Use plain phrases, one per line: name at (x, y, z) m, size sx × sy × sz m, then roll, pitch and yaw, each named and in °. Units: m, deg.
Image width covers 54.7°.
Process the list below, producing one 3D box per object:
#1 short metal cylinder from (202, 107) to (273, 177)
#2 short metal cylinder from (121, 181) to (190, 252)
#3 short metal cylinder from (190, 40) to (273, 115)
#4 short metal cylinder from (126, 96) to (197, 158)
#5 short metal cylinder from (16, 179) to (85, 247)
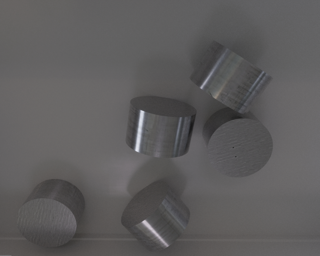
short metal cylinder at (0.099, 0.017, 0.405) m, size 0.081 × 0.050 × 0.079 m, roll 0°, pitch 110°, yaw 0°
short metal cylinder at (-0.006, 0.120, 0.426) m, size 0.080 × 0.080 × 0.050 m, roll -36°, pitch 106°, yaw 12°
short metal cylinder at (0.082, -0.059, 0.361) m, size 0.080 × 0.080 × 0.050 m, roll 29°, pitch 107°, yaw -11°
short metal cylinder at (0.001, -0.004, 0.380) m, size 0.081 × 0.080 × 0.050 m, roll 8°, pitch 110°, yaw -3°
short metal cylinder at (-0.153, 0.120, 0.441) m, size 0.081 × 0.050 × 0.079 m, roll 0°, pitch 110°, yaw 0°
